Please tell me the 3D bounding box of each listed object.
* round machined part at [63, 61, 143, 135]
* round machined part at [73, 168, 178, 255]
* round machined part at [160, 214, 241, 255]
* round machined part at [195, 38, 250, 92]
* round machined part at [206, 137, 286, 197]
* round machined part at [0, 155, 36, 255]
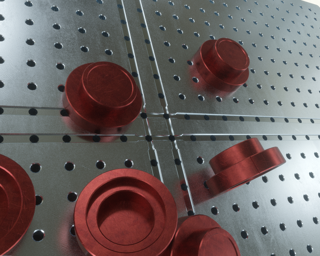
[{"bbox_3d":[-0.067,-0.044,0.387,0.099,0.042,0.098,13,56,-21],"label":"round machined part"},{"bbox_3d":[-0.035,0.093,0.311,0.099,0.042,0.098,6,50,-7],"label":"round machined part"},{"bbox_3d":[0.047,0.139,0.320,0.099,0.042,0.098,20,60,-37],"label":"round machined part"},{"bbox_3d":[0.112,-0.113,0.526,0.099,0.042,0.098,13,56,-21],"label":"round machined part"},{"bbox_3d":[0.101,0.046,0.387,0.099,0.098,0.042,-14,69,-34],"label":"round machined part"},{"bbox_3d":[-0.162,0.071,0.267,0.099,0.042,0.098,13,56,-21],"label":"round machined part"}]
